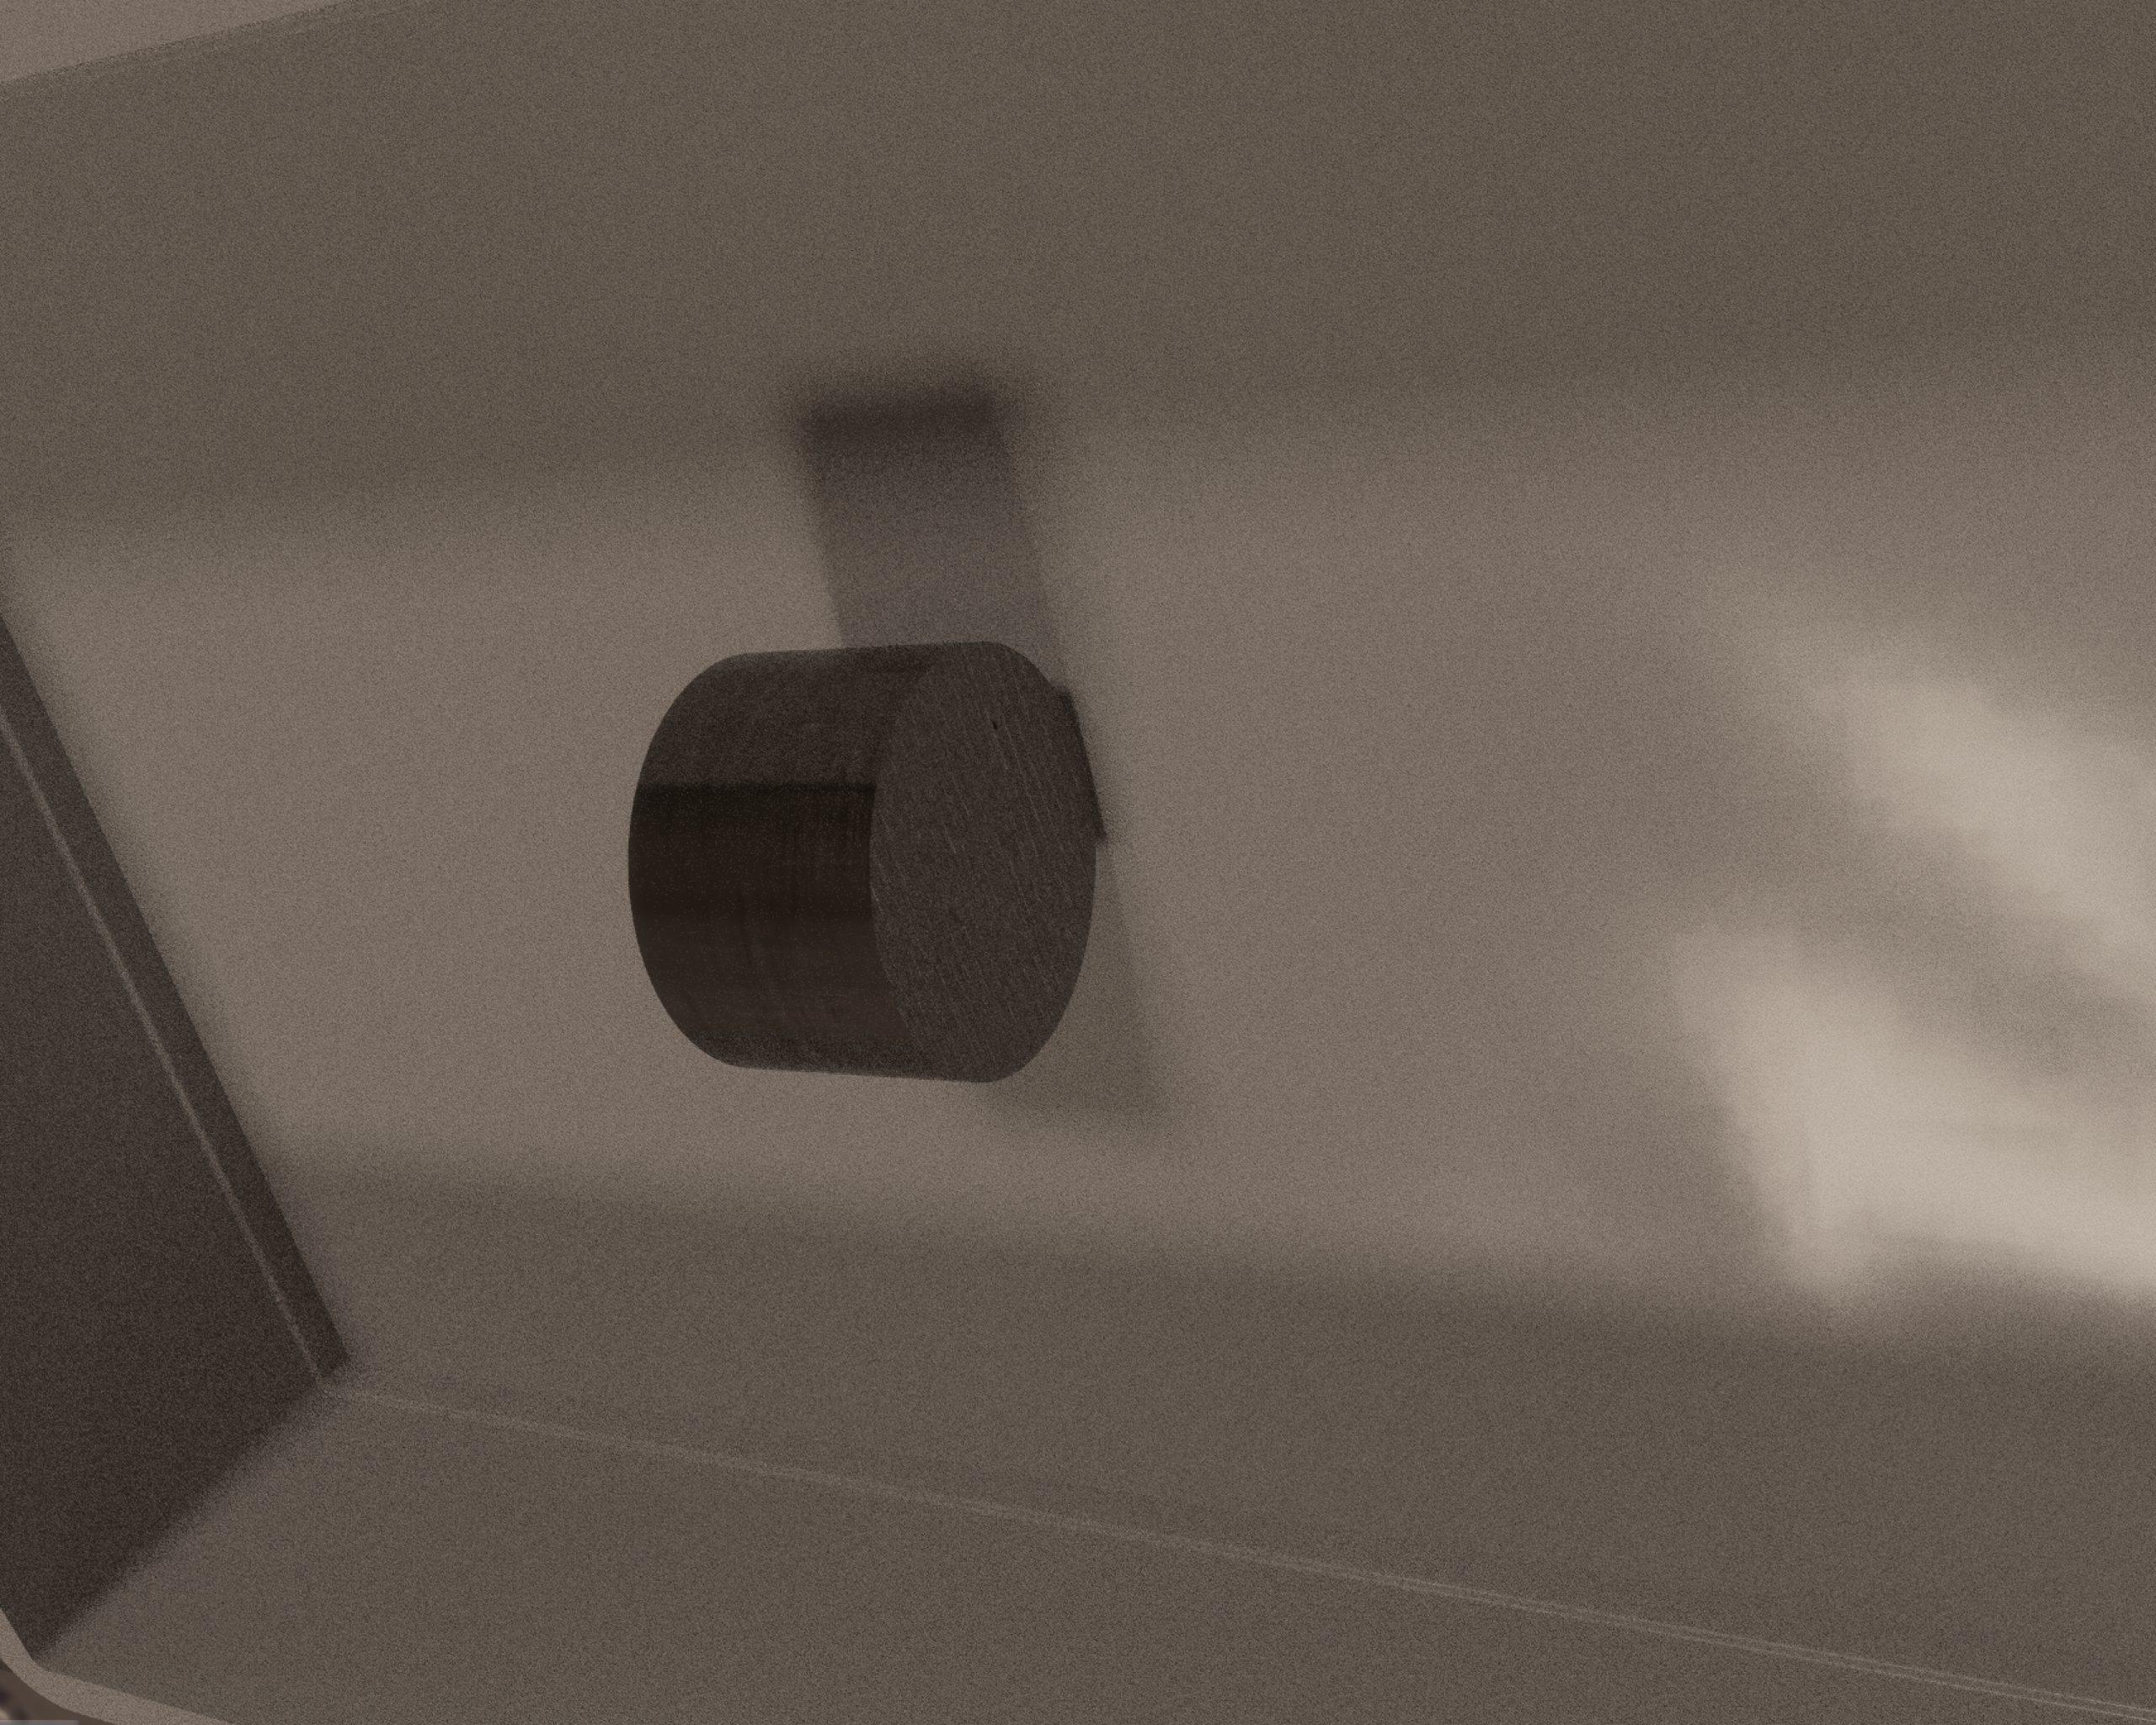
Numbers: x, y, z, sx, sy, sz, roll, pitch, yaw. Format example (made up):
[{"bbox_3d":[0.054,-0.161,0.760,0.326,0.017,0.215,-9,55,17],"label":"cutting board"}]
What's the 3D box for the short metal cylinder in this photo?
[{"bbox_3d":[-0.038,0.000,0.388,0.050,0.080,0.080,0,119,28],"label":"short metal cylinder"}]
